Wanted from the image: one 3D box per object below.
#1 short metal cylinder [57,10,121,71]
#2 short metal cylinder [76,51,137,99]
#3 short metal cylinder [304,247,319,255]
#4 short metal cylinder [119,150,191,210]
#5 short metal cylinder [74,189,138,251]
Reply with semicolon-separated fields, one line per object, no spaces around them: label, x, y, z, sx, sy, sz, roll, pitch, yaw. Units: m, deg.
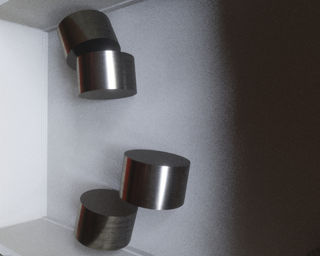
short metal cylinder;-0.105;-0.127;0.458;0.080;0.081;0.050;-34;69;35
short metal cylinder;-0.074;-0.071;0.432;0.080;0.081;0.050;-8;85;40
short metal cylinder;0.148;0.139;0.239;0.080;0.080;0.050;3;125;40
short metal cylinder;-0.007;0.060;0.377;0.080;0.081;0.050;14;99;39
short metal cylinder;-0.075;0.126;0.433;0.080;0.081;0.050;22;104;38
